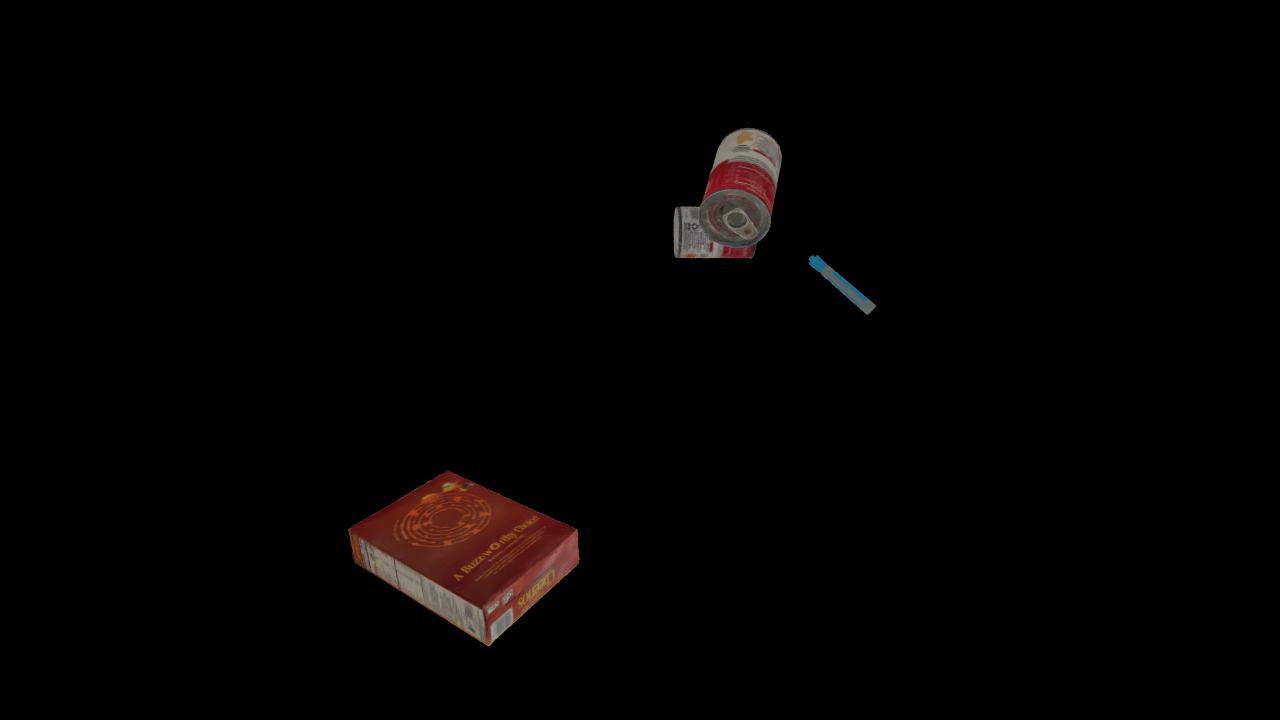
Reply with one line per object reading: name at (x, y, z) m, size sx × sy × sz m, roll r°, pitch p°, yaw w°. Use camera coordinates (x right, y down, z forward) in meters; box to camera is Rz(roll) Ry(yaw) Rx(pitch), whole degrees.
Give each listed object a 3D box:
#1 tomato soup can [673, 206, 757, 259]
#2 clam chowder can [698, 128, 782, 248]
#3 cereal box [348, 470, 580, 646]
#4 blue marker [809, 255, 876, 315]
tomato soup can at (0.096, -0.165, 0.799) m, size 0.101 × 0.068 × 0.068 m, roll -1°, pitch 0°, yaw -3°
clam chowder can at (0.099, -0.168, 0.595) m, size 0.068 × 0.102 × 0.068 m, roll 12°, pitch -35°, yaw 9°
cereal box at (-0.275, 0.293, 0.967) m, size 0.306 × 0.081 × 0.203 m, roll 13°, pitch 26°, yaw 30°
blue marker at (0.299, -0.114, 0.918) m, size 0.121 × 0.020 × 0.020 m, roll 46°, pitch 14°, yaw 14°
